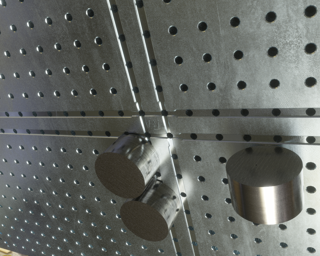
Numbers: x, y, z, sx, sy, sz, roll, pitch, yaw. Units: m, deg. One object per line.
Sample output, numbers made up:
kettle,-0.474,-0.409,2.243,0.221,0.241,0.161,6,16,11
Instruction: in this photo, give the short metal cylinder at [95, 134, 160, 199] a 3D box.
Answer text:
short metal cylinder,-0.047,0.056,0.452,0.080,0.050,0.079,13,124,20

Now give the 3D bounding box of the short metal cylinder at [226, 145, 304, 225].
short metal cylinder,0.119,0.062,0.351,0.080,0.080,0.050,0,118,28

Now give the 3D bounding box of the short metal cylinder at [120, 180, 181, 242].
short metal cylinder,-0.014,0.128,0.480,0.080,0.050,0.079,13,124,20
